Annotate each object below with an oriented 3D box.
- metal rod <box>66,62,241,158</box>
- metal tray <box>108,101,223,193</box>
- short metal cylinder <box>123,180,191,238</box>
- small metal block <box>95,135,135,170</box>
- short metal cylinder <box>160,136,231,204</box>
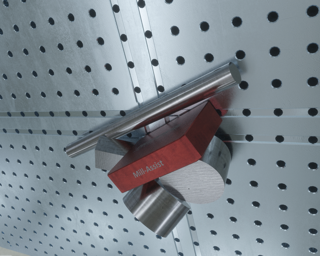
[{"bbox_3d":[-0.031,-0.011,0.416,0.299,0.025,0.025,-23,106,36],"label":"metal rod"},{"bbox_3d":[0.005,0.024,0.377,0.130,0.090,0.030,-30,102,37],"label":"metal tray"},{"bbox_3d":[-0.004,0.104,0.428,0.080,0.080,0.050,40,88,0],"label":"short metal cylinder"},{"bbox_3d":[-0.066,0.040,0.449,0.050,0.025,0.050,12,142,-1],"label":"small metal block"},{"bbox_3d":[0.045,0.050,0.391,0.080,0.050,0.079,12,131,14],"label":"short metal cylinder"}]
